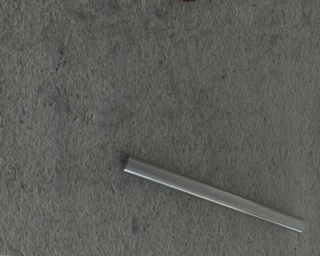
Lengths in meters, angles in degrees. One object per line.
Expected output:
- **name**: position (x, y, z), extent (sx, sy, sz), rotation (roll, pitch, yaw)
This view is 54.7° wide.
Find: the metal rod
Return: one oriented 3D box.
- **metal rod**: position (0.087, 0.099, 0.441), extent (0.302, 0.025, 0.025), rotation (23, 83, -19)
